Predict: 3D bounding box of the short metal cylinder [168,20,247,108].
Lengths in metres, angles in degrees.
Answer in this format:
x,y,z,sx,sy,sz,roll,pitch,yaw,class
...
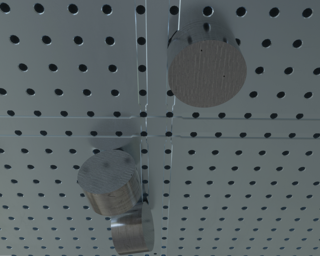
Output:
x,y,z,sx,sy,sz,roll,pitch,yaw,class
0.048,-0.069,0.337,0.081,0.050,0.079,0,130,0,short metal cylinder

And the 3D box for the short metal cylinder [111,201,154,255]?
x,y,z,sx,sy,sz,roll,pitch,yaw,class
-0.044,0.167,0.517,0.050,0.080,0.080,-11,129,9,short metal cylinder

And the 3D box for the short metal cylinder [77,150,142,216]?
x,y,z,sx,sy,sz,roll,pitch,yaw,class
-0.070,0.077,0.440,0.080,0.080,0.050,-7,130,5,short metal cylinder
